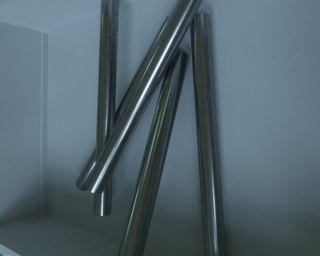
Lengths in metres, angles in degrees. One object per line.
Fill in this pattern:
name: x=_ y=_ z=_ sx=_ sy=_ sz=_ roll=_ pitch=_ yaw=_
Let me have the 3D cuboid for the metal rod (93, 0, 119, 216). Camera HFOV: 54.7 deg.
metal rod: x=-0.075 y=-0.028 z=0.435 sx=0.025 sy=0.025 sz=0.298 roll=5 pitch=93 yaw=40

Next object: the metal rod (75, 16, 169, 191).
metal rod: x=-0.054 y=-0.020 z=0.451 sx=0.025 sy=0.025 sz=0.298 roll=47 pitch=118 yaw=29

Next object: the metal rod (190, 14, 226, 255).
metal rod: x=0.056 y=0.018 z=0.360 sx=0.025 sy=0.025 sz=0.298 roll=-5 pitch=87 yaw=40

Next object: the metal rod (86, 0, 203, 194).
metal rod: x=-0.019 y=-0.046 z=0.377 sx=0.025 sy=0.025 sz=0.298 roll=38 pitch=108 yaw=33

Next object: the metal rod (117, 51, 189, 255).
metal rod: x=-0.010 y=0.047 z=0.337 sx=0.025 sy=0.025 sz=0.299 roll=-4 pitch=63 yaw=40
